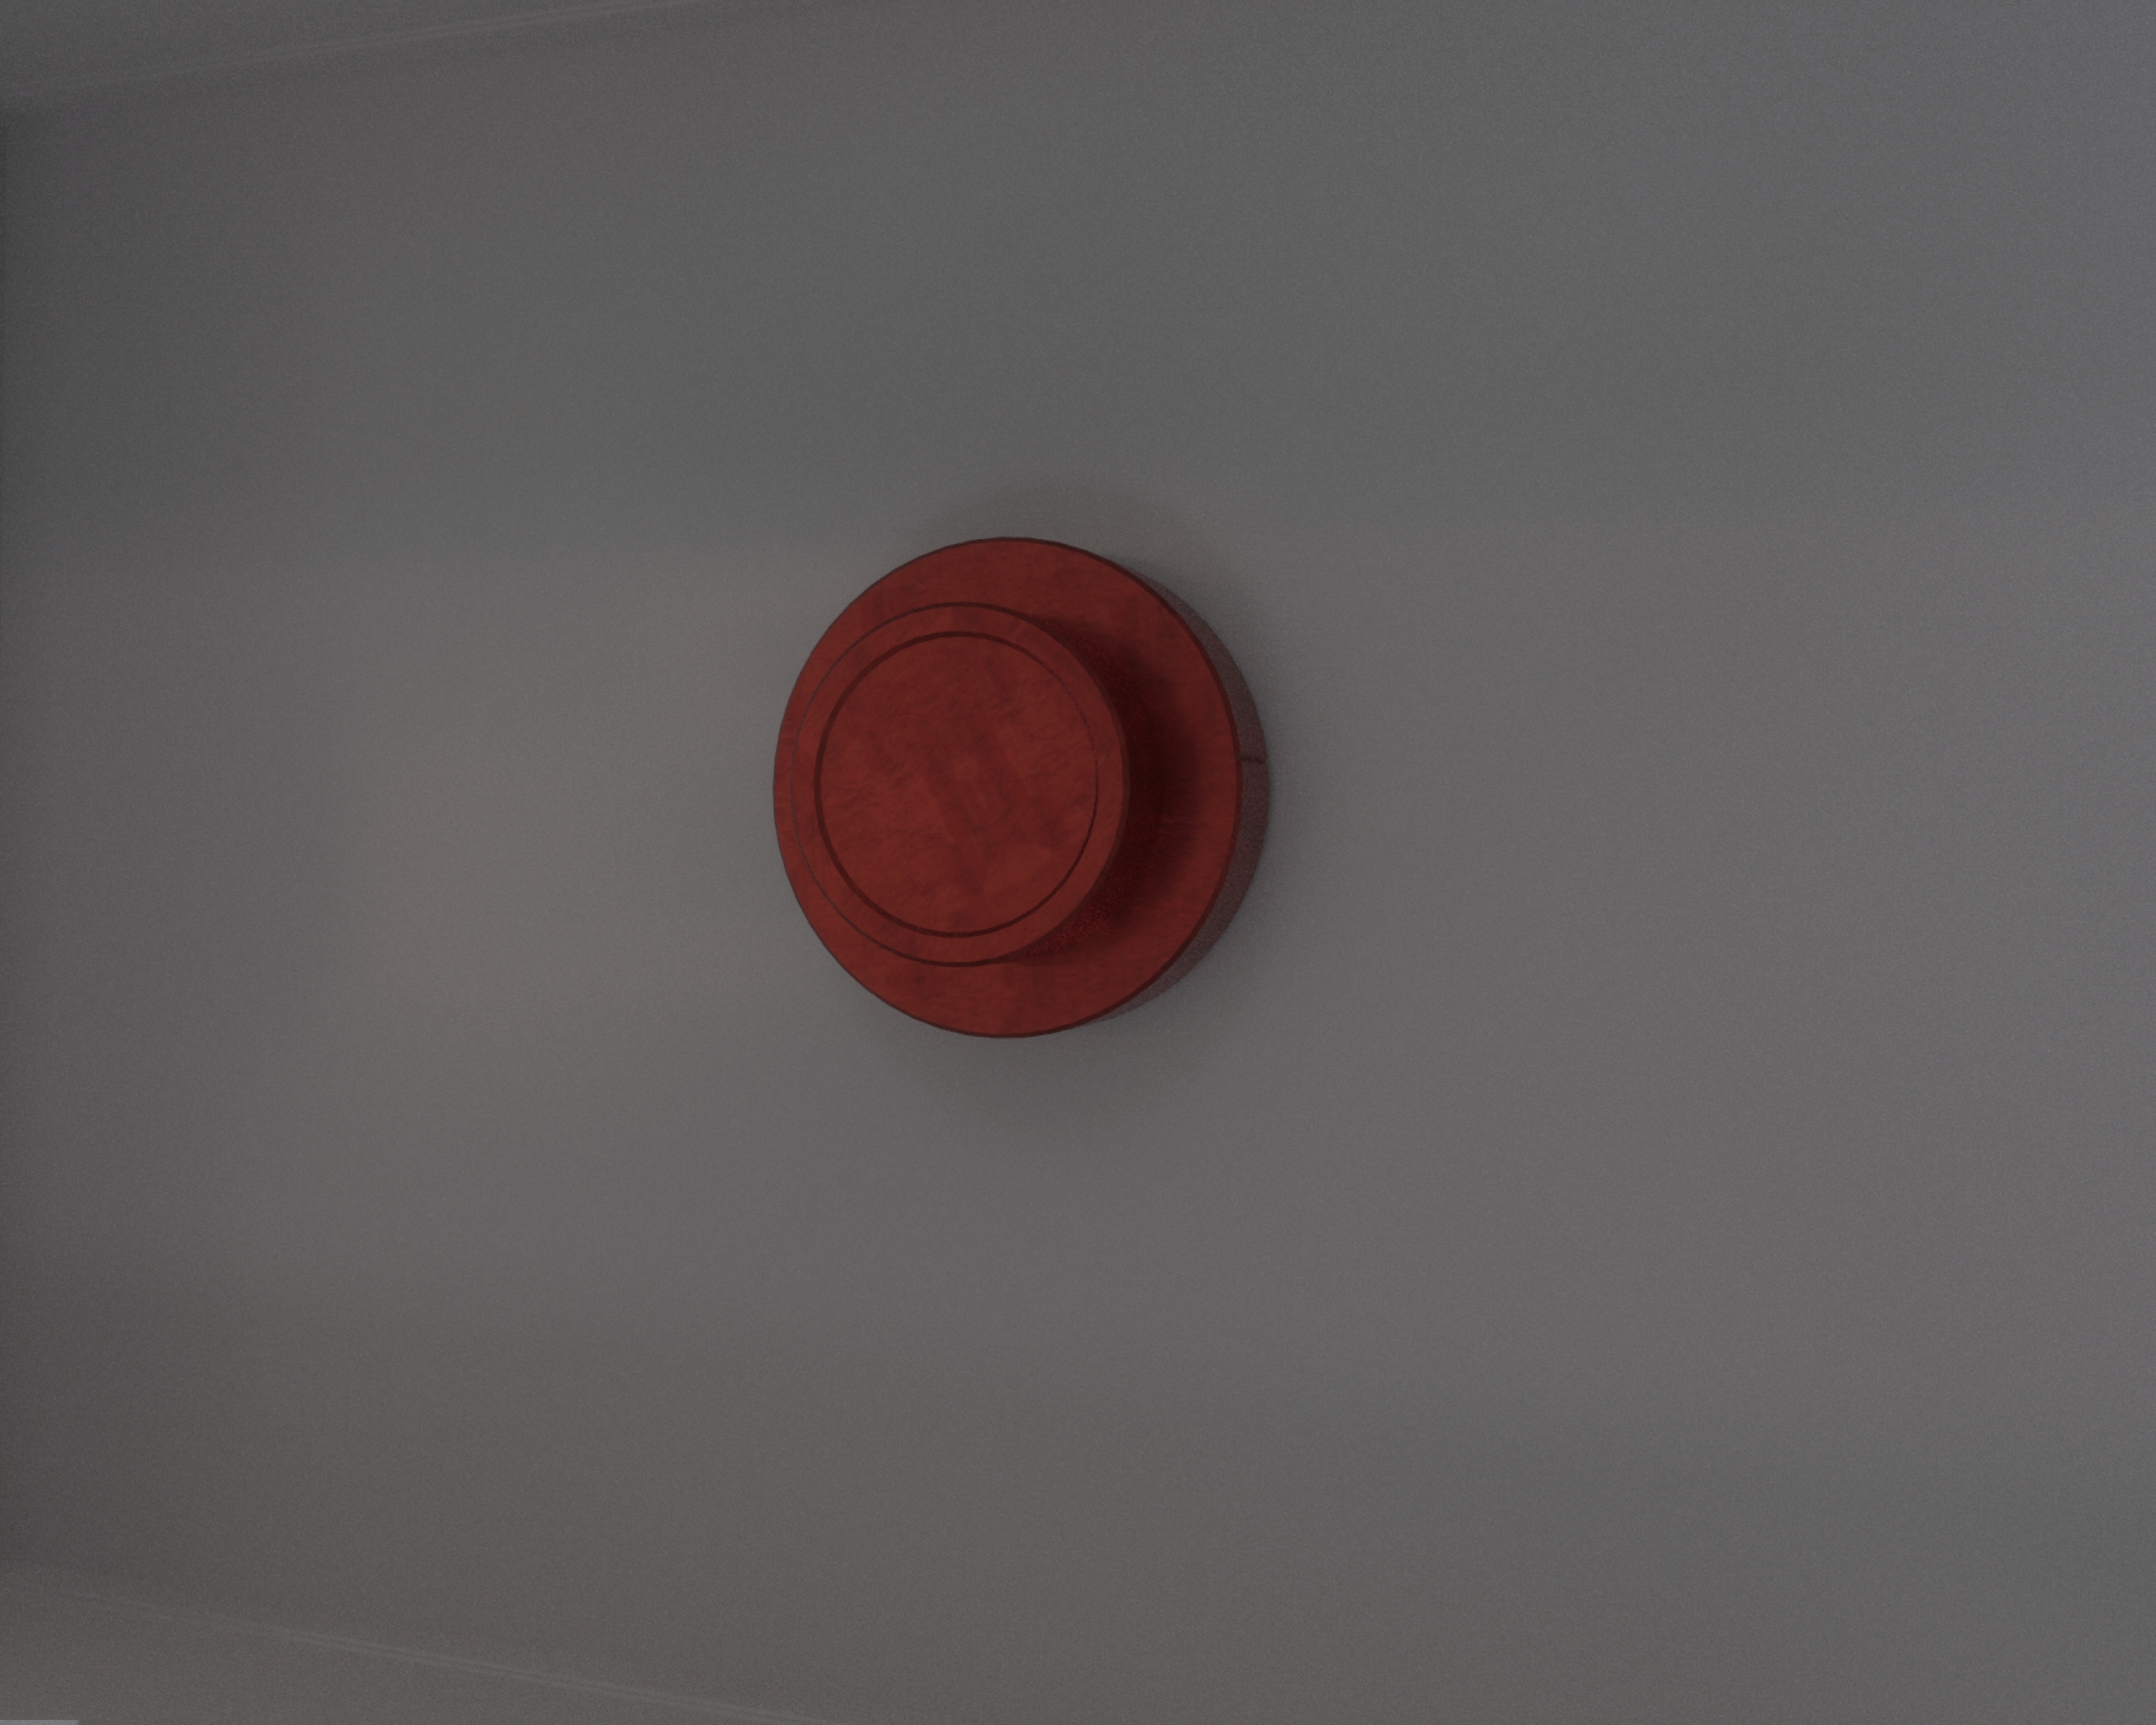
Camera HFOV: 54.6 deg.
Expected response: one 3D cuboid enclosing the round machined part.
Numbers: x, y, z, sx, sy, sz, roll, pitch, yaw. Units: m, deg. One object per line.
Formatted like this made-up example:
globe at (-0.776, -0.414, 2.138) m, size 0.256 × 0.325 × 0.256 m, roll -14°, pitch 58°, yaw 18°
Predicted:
round machined part at (-0.016, -0.015, 0.404) m, size 0.098 × 0.042 × 0.097 m, roll 0°, pitch 90°, yaw 20°
